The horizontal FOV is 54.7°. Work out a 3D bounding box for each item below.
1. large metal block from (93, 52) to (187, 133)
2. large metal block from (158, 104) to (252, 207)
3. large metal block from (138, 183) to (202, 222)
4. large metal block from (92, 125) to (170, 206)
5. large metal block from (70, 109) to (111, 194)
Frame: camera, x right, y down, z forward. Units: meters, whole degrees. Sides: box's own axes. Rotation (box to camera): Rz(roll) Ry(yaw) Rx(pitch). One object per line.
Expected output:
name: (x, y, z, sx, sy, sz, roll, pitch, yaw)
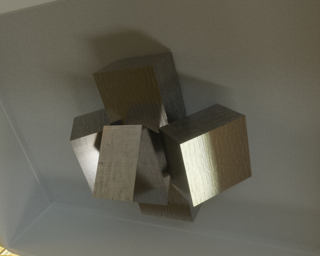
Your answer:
large metal block: (-0.022, -0.041, 0.374, 0.080, 0.050, 0.080, -1, 118, 29)
large metal block: (0.052, 0.028, 0.352, 0.050, 0.081, 0.080, 36, 144, 58)
large metal block: (0.011, 0.079, 0.434, 0.080, 0.050, 0.080, 1, 119, 28)
large metal block: (-0.027, 0.046, 0.363, 0.050, 0.080, 0.080, -1, 74, 27)
large metal block: (-0.080, 0.028, 0.421, 0.050, 0.080, 0.080, -18, 115, -4)
